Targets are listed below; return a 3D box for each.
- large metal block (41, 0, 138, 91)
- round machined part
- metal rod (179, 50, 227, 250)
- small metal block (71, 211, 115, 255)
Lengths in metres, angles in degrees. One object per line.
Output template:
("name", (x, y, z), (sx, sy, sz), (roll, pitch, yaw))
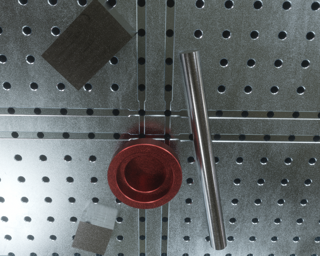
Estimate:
("large metal block", (-0.074, -0.095, 0.348), (0.080, 0.080, 0.050), (-41, 105, 13))
("round machined part", (-0.020, 0.059, 0.426), (0.099, 0.042, 0.097), (0, 110, -1))
("metal rod", (0.064, 0.044, 0.430), (0.025, 0.025, 0.298), (-10, 110, 3))
("small metal block", (-0.101, 0.160, 0.471), (0.050, 0.025, 0.050), (18, 109, -7))
